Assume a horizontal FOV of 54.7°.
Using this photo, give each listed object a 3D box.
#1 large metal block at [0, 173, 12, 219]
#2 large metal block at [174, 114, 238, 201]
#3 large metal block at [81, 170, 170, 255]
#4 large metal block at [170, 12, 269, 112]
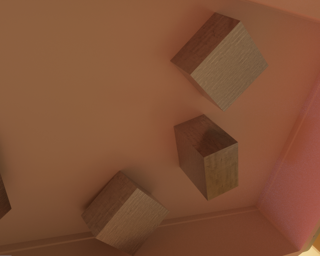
[{"bbox_3d":[-0.202,0.070,0.299,0.080,0.050,0.079,-54,151,-54],"label":"large metal block"},{"bbox_3d":[0.065,0.040,0.435,0.050,0.080,0.080,-22,127,-16],"label":"large metal block"},{"bbox_3d":[-0.047,0.120,0.434,0.080,0.050,0.080,-50,130,-7],"label":"large metal block"},{"bbox_3d":[0.074,-0.081,0.385,0.080,0.050,0.080,-47,130,4],"label":"large metal block"}]
